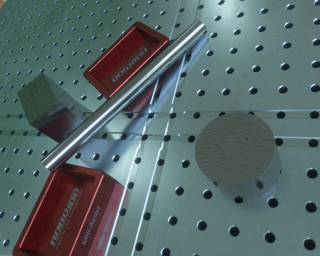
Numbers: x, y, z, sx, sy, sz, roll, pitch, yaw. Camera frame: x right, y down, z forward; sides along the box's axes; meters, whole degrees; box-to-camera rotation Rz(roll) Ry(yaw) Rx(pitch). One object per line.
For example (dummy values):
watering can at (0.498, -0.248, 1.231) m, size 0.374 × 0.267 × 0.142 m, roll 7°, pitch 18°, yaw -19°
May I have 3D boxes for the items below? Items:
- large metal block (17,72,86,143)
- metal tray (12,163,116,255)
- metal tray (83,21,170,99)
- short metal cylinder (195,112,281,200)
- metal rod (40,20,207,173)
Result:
large metal block at (-0.160, -0.026, 0.473) m, size 0.050 × 0.080 × 0.080 m, roll -40°, pitch 51°, yaw 1°
metal tray at (-0.122, 0.114, 0.399) m, size 0.090 × 0.030 × 0.130 m, roll 6°, pitch 65°, yaw 31°
metal tray at (-0.051, -0.104, 0.495) m, size 0.130 × 0.030 × 0.090 m, roll -45°, pitch 51°, yaw -4°
short metal cylinder at (0.084, 0.030, 0.330) m, size 0.080 × 0.050 × 0.080 m, roll -13°, pitch 56°, yaw 21°
metal rod at (-0.044, -0.051, 0.442) m, size 0.301 × 0.025 × 0.025 m, roll -44°, pitch 51°, yaw -11°
